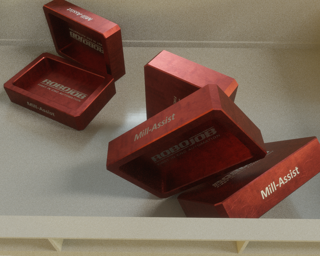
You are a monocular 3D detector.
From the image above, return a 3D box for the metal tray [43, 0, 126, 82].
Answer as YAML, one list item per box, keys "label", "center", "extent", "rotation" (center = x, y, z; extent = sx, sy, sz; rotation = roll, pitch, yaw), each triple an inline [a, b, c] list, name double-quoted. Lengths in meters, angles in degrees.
- label: "metal tray"
  center: [-0.114, -0.132, 0.473]
  extent: [0.130, 0.090, 0.030]
  rotation: [31, 57, 23]

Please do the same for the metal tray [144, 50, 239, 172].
- label: "metal tray"
  center: [0.029, -0.013, 0.348]
  extent: [0.090, 0.129, 0.030]
  rotation: [27, 55, 21]

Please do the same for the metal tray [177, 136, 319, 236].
- label: "metal tray"
  center: [0.092, 0.054, 0.317]
  extent: [0.131, 0.090, 0.030]
  rotation: [-27, 92, -21]

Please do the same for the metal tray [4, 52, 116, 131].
- label: "metal tray"
  center: [-0.142, -0.057, 0.448]
  extent: [0.130, 0.030, 0.090]
  rotation: [22, 53, 17]

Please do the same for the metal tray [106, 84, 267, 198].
- label: "metal tray"
  center: [0.024, 0.021, 0.304]
  extent: [0.130, 0.090, 0.030]
  rotation: [-29, 43, 28]
